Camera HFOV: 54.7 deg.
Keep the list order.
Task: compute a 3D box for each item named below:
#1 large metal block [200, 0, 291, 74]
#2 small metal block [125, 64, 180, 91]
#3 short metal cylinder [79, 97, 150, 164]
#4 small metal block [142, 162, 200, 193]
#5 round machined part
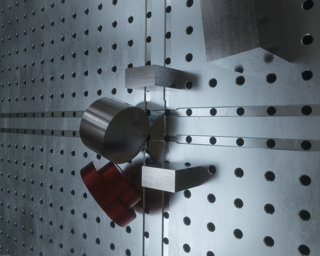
[{"bbox_3d":[0.084,-0.103,0.303,0.050,0.081,0.080,-9,84,39],"label":"large metal block"},{"bbox_3d":[-0.009,-0.063,0.399,0.050,0.050,0.025,2,91,39],"label":"small metal block"},{"bbox_3d":[-0.061,0.003,0.421,0.050,0.081,0.079,23,105,37],"label":"short metal cylinder"},{"bbox_3d":[0.013,0.059,0.380,0.050,0.050,0.025,2,91,39],"label":"small metal block"},{"bbox_3d":[-0.061,0.082,0.423,0.042,0.098,0.098,-38,62,-6],"label":"round machined part"}]
